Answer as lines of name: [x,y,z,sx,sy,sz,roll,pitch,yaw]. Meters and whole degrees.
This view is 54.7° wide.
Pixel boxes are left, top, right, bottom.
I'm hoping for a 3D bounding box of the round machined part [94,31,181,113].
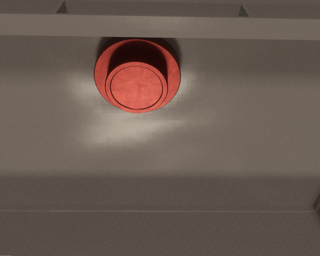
round machined part: [-0.025,-0.055,0.351,0.099,0.042,0.097,-1,130,0]
